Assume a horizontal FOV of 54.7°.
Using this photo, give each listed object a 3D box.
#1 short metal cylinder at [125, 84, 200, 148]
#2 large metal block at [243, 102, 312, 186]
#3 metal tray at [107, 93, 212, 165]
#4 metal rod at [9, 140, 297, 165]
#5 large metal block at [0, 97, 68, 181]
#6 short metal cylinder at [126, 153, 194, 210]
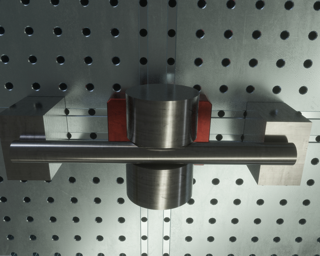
[{"bbox_3d":[0.002,-0.017,0.346,0.081,0.080,0.050,1,110,-1],"label":"short metal cylinder"},{"bbox_3d":[0.141,0.017,0.390,0.050,0.080,0.079,1,110,0],"label":"large metal block"},{"bbox_3d":[-0.001,0.002,0.411,0.131,0.030,0.089,1,110,-1],"label":"metal tray"},{"bbox_3d":[-0.006,0.027,0.337,0.302,0.025,0.025,1,110,-1],"label":"metal rod"},{"bbox_3d":[-0.152,0.010,0.385,0.050,0.080,0.079,1,110,0],"label":"large metal block"},{"bbox_3d":[0.000,0.054,0.372,0.081,0.080,0.050,1,110,-1],"label":"short metal cylinder"}]
